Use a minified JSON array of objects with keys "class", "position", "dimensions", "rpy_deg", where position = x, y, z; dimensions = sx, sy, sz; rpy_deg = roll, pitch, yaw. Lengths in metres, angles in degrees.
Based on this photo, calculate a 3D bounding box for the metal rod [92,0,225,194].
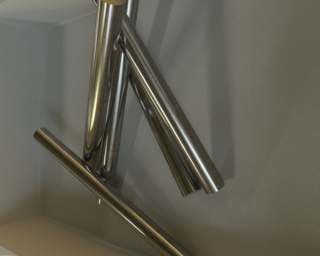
[{"class":"metal rod","position":[-0.013,-0.059,0.337],"dimensions":[0.025,0.025,0.299],"rpy_deg":[-25,99,37]}]

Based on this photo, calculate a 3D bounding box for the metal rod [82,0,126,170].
[{"class":"metal rod","position":[-0.079,-0.025,0.391],"dimensions":[0.025,0.025,0.298],"rpy_deg":[53,146,26]}]

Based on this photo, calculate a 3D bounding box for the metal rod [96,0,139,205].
[{"class":"metal rod","position":[-0.061,-0.028,0.429],"dimensions":[0.025,0.025,0.298],"rpy_deg":[24,113,37]}]

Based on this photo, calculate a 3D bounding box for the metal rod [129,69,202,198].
[{"class":"metal rod","position":[-0.022,-0.049,0.422],"dimensions":[0.025,0.025,0.299],"rpy_deg":[-39,67,33]}]

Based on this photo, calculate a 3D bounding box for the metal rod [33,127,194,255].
[{"class":"metal rod","position":[-0.076,0.089,0.432],"dimensions":[0.300,0.025,0.025],"rpy_deg":[35,112,22]}]
